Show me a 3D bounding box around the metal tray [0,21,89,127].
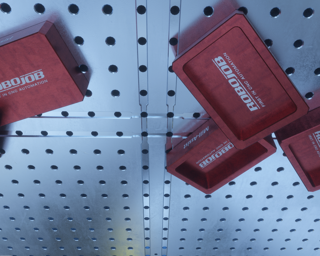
[{"bbox_3d":[-0.162,-0.057,0.358,0.130,0.030,0.090,-15,129,12],"label":"metal tray"}]

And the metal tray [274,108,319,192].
[{"bbox_3d":[0.229,0.031,0.436,0.090,0.030,0.130,-28,125,21],"label":"metal tray"}]

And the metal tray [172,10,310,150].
[{"bbox_3d":[0.087,-0.049,0.342,0.090,0.030,0.130,-34,105,25],"label":"metal tray"}]

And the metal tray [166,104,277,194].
[{"bbox_3d":[0.083,0.036,0.438,0.090,0.030,0.130,33,123,-25],"label":"metal tray"}]
